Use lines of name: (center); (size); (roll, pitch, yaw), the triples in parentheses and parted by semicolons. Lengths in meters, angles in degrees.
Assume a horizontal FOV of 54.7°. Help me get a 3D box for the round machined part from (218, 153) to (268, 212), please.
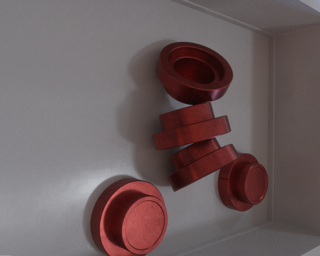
round machined part: (0.145, 0.091, 0.521); (0.099, 0.042, 0.097); (0, 90, -40)

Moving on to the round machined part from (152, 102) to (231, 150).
round machined part: (0.037, -0.004, 0.393); (0.099, 0.098, 0.042); (-14, 89, -39)

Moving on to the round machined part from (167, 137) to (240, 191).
round machined part: (0.052, 0.044, 0.413); (0.099, 0.098, 0.042); (-17, 74, -39)

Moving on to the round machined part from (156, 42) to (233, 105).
round machined part: (0.043, -0.068, 0.411); (0.099, 0.098, 0.042); (-30, 154, -36)

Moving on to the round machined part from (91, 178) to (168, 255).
round machined part: (-0.029, 0.112, 0.373); (0.099, 0.042, 0.097); (0, 90, -40)
